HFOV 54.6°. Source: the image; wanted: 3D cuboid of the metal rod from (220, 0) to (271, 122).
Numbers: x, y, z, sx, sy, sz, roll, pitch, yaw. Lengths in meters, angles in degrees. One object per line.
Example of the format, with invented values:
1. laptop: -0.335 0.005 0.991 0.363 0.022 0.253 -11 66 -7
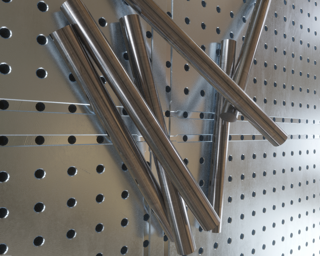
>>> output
1. metal rod: 0.149 -0.140 0.510 0.025 0.025 0.300 41 59 -33

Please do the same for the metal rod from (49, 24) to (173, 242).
1. metal rod: -0.040 0.023 0.374 0.025 0.025 0.299 -41 115 -32

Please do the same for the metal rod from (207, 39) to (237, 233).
1. metal rod: 0.096 0.010 0.487 0.025 0.025 0.299 10 84 -40

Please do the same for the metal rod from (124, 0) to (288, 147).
1. metal rod: 0.064 -0.078 0.410 0.300 0.025 0.025 41 64 -15

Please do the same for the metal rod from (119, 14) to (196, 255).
1. metal rod: -0.002 0.011 0.386 0.025 0.025 0.299 -17 95 -39

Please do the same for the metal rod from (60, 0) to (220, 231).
1. metal rod: -0.016 -0.008 0.354 0.025 0.025 0.299 -38 101 -33
